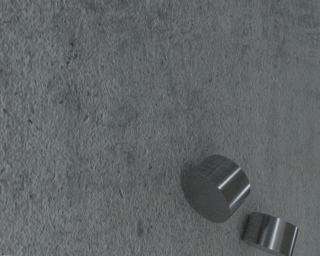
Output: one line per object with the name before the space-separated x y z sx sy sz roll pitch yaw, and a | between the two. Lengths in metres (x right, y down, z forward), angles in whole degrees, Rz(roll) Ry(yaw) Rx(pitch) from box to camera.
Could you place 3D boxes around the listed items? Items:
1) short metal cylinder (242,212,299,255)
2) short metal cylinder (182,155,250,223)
short metal cylinder | 0.187 0.182 0.526 0.080 0.080 0.050 37 67 -34
short metal cylinder | 0.078 0.084 0.434 0.050 0.080 0.080 -34 111 -35
